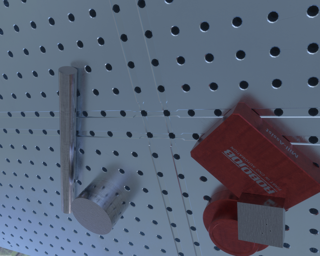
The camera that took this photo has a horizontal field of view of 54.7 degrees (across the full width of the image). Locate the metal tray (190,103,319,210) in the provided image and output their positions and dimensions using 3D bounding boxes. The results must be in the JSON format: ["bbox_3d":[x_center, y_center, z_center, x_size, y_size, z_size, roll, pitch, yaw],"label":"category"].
[{"bbox_3d":[0.114,0.043,0.375,0.130,0.030,0.090,41,129,0],"label":"metal tray"}]

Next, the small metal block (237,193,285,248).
[{"bbox_3d":[0.120,0.108,0.368,0.050,0.025,0.050,2,105,27],"label":"small metal block"}]

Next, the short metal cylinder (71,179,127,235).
[{"bbox_3d":[-0.104,0.136,0.534,0.080,0.050,0.079,13,124,21],"label":"short metal cylinder"}]

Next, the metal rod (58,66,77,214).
[{"bbox_3d":[-0.153,0.038,0.515,0.025,0.025,0.298,23,127,14],"label":"metal rod"}]

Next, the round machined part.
[{"bbox_3d":[0.106,0.138,0.430,0.098,0.042,0.097,13,124,21],"label":"round machined part"}]
